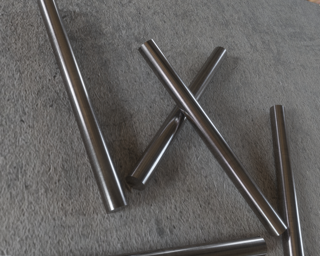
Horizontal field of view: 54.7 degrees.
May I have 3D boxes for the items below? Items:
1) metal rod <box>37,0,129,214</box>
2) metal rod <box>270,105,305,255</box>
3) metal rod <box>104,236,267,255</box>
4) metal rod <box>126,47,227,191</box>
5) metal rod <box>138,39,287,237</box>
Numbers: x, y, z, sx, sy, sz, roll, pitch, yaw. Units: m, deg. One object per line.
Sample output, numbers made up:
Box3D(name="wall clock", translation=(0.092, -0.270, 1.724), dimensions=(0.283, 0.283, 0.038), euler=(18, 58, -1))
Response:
Box3D(name="metal rod", translation=(-0.100, -0.044, 0.376), dimensions=(0.025, 0.025, 0.299), euler=(-10, 67, -33))
Box3D(name="metal rod", translation=(0.182, 0.090, 0.446), dimensions=(0.025, 0.025, 0.300), euler=(20, 54, -17))
Box3D(name="metal rod", translation=(-0.013, 0.137, 0.312), dimensions=(0.302, 0.025, 0.025), euler=(4, 60, -26))
Box3D(name="metal rod", translation=(0.038, -0.034, 0.444), dimensions=(0.025, 0.025, 0.301), euler=(37, 51, -4))
Box3D(name="metal rod", translation=(0.068, 0.012, 0.407), dimensions=(0.025, 0.025, 0.299), euler=(-35, 89, -38))
